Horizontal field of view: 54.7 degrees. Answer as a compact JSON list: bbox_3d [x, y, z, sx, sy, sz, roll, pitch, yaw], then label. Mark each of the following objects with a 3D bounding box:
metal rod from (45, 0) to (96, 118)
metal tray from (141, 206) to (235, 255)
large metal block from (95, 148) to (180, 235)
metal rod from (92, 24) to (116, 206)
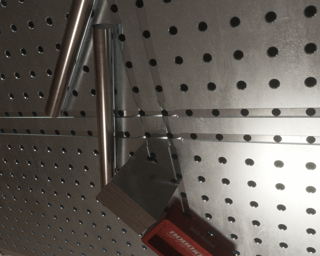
[{"bbox_3d":[-0.105,-0.124,0.387,0.025,0.025,0.298,35,129,4],"label":"metal rod"},{"bbox_3d":[0.044,0.195,0.504,0.130,0.030,0.089,39,129,1],"label":"metal tray"},{"bbox_3d":[-0.030,0.089,0.445,0.080,0.080,0.050,41,129,-1],"label":"large metal block"},{"bbox_3d":[-0.078,0.003,0.452,0.025,0.025,0.298,17,125,18],"label":"metal rod"}]
